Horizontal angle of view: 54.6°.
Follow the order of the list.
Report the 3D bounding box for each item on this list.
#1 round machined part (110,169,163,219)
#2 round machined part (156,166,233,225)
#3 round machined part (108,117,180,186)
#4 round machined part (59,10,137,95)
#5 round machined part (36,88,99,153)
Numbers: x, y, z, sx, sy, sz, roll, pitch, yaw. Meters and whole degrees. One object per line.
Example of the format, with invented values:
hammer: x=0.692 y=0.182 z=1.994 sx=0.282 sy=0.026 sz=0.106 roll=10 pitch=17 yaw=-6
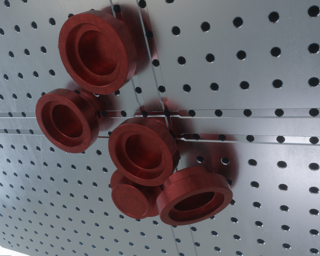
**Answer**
round machined part: x=-0.036 y=0.102 z=0.483 sx=0.098 sy=0.042 sz=0.097 roll=13 pitch=124 yaw=21
round machined part: x=0.042 y=0.087 z=0.410 sx=0.099 sy=0.042 sz=0.098 roll=-12 pitch=140 yaw=-10
round machined part: x=-0.018 y=0.028 z=0.427 sx=0.098 sy=0.042 sz=0.097 roll=13 pitch=122 yaw=21
round machined part: x=-0.071 y=-0.094 z=0.381 sx=0.098 sy=0.042 sz=0.097 roll=13 pitch=124 yaw=21
round machined part: x=-0.132 y=-0.014 z=0.462 sx=0.098 sy=0.042 sz=0.097 roll=13 pitch=124 yaw=21
